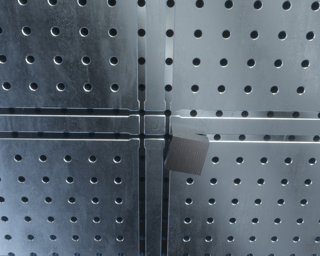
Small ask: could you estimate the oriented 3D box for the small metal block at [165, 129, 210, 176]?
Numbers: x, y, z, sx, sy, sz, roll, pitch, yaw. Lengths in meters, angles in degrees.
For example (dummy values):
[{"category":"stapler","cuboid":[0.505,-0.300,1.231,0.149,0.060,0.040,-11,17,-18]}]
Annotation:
[{"category":"small metal block","cuboid":[0.036,0.034,0.426,0.050,0.025,0.050,11,110,-5]}]
